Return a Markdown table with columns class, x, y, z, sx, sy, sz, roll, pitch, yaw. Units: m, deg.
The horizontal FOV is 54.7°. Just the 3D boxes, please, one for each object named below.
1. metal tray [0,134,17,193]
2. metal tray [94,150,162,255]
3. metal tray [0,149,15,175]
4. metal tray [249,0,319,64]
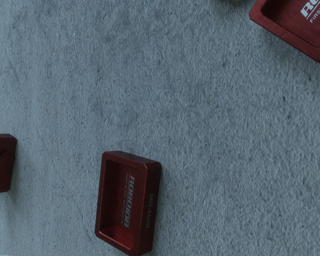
| class | x | y | z | sx | sy | sz | roll | pitch | yaw |
| --- | --- | --- | --- | --- | --- | --- | --- | --- | --- |
| metal tray | -0.368 | 0.079 | 0.666 | 0.030 | 0.091 | 0.129 | 22 | 104 | 38 |
| metal tray | -0.048 | 0.104 | 0.441 | 0.090 | 0.030 | 0.129 | 11 | 97 | 39 |
| metal tray | -0.396 | 0.071 | 0.694 | 0.130 | 0.030 | 0.090 | 24 | 67 | 36 |
| metal tray | 0.154 | -0.133 | 0.273 | 0.090 | 0.030 | 0.129 | 47 | 118 | 29 |
